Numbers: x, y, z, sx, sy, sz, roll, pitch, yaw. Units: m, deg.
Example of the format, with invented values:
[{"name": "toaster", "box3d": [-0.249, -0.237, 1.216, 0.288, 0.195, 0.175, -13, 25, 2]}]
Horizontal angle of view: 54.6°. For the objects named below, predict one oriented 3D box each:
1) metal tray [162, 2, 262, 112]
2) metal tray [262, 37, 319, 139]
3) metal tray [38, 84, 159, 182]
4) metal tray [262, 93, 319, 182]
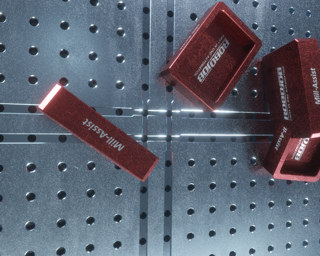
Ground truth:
[{"name": "metal tray", "box3d": [0.075, -0.098, 0.436, 0.090, 0.030, 0.130, 39, 78, -16]}, {"name": "metal tray", "box3d": [0.190, -0.051, 0.439, 0.030, 0.090, 0.129, -7, 88, -11]}, {"name": "metal tray", "box3d": [-0.071, 0.007, 0.351, 0.130, 0.090, 0.030, 38, 78, -16]}, {"name": "metal tray", "box3d": [0.219, 0.016, 0.462, 0.091, 0.030, 0.129, 8, 112, -20]}]
